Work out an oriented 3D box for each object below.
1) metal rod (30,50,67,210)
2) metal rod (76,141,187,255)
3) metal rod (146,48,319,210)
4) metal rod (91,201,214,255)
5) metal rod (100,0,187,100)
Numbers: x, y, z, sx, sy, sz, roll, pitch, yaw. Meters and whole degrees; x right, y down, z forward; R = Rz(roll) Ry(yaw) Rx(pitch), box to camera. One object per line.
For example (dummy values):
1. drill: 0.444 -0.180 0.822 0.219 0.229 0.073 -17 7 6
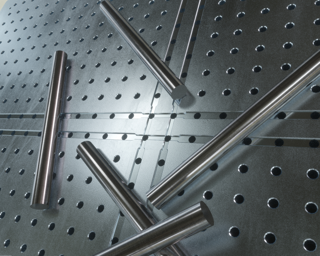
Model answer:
1. metal rod: -0.179 -0.015 0.512 0.025 0.025 0.300 -18 55 18
2. metal rod: -0.021 0.105 0.355 0.025 0.025 0.300 -46 51 -4
3. metal rod: 0.107 -0.011 0.359 0.300 0.025 0.025 -40 51 1
4. metal rod: -0.079 0.154 0.334 0.300 0.025 0.025 -31 51 16
5. metal rod: -0.040 -0.144 0.519 0.025 0.025 0.300 -37 51 3
